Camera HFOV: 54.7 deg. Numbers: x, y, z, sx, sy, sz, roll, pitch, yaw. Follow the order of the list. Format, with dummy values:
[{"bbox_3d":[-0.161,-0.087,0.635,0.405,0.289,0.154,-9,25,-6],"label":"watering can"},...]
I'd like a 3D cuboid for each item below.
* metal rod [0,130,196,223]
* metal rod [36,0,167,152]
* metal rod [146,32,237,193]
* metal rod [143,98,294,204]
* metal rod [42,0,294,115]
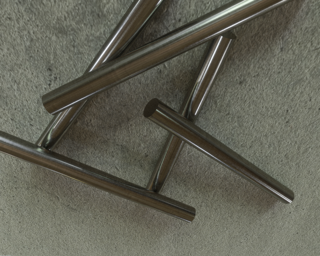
[{"bbox_3d":[-0.078,0.075,0.436,0.301,0.025,0.025,26,125,-21],"label":"metal rod"},{"bbox_3d":[-0.079,-0.055,0.359,0.025,0.025,0.299,30,124,-23],"label":"metal rod"},{"bbox_3d":[0.025,0.010,0.415,0.025,0.025,0.298,13,129,-11],"label":"metal rod"},{"bbox_3d":[0.098,0.044,0.424,0.301,0.025,0.025,32,124,-32],"label":"metal rod"},{"bbox_3d":[0.014,-0.085,0.312,0.301,0.025,0.025,-24,127,10],"label":"metal rod"}]
